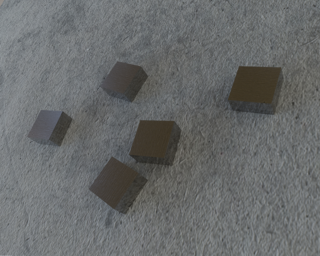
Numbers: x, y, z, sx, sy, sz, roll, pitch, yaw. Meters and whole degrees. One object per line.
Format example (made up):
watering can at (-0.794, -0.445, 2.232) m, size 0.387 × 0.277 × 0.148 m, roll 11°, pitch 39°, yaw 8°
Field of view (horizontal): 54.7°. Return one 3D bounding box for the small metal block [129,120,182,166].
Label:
small metal block at (-0.005, 0.018, 0.395) m, size 0.050 × 0.025 × 0.050 m, roll 2°, pitch 63°, yaw 29°

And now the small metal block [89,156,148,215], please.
small metal block at (-0.052, 0.071, 0.388) m, size 0.050 × 0.025 × 0.050 m, roll 26°, pitch 75°, yaw 37°

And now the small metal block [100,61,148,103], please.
small metal block at (-0.055, -0.072, 0.477) m, size 0.050 × 0.025 × 0.050 m, roll 20°, pitch 72°, yaw 35°

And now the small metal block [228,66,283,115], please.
small metal block at (0.115, -0.046, 0.371) m, size 0.050 × 0.025 × 0.050 m, roll 9°, pitch 66°, yaw 32°

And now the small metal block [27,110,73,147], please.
small metal block at (-0.176, 0.000, 0.497) m, size 0.050 × 0.025 × 0.050 m, roll 5°, pitch 64°, yaw 30°
